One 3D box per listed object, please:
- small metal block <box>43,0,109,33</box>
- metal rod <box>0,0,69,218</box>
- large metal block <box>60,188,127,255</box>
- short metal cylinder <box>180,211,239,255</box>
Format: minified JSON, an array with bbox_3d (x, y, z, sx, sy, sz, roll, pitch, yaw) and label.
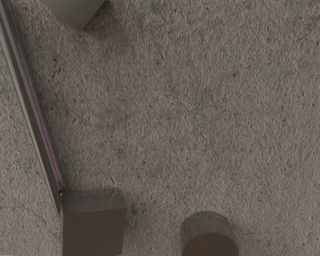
[{"bbox_3d":[-0.094,-0.146,0.355,0.050,0.025,0.050,40,105,-14],"label":"small metal block"},{"bbox_3d":[-0.162,-0.012,0.402,0.025,0.025,0.298,-9,110,3],"label":"metal rod"},{"bbox_3d":[-0.096,0.135,0.432,0.081,0.050,0.079,-1,112,-22],"label":"large metal block"},{"bbox_3d":[0.071,0.172,0.461,0.081,0.050,0.079,0,110,-1],"label":"short metal cylinder"}]
